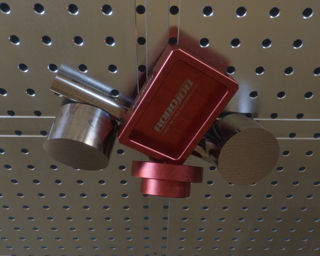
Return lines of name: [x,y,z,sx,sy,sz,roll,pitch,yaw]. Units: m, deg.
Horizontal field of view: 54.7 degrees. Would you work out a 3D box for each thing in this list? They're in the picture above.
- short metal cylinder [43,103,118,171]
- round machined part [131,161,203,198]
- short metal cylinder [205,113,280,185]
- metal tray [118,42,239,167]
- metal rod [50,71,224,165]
short metal cylinder: [-0.097,0.013,0.390,0.080,0.050,0.080,8,147,5]
round machined part: [0.009,0.071,0.425,0.099,0.042,0.098,6,173,1]
short metal cylinder: [0.105,0.027,0.403,0.081,0.050,0.079,-4,114,-10]
metal tray: [0.019,-0.023,0.370,0.090,0.030,0.129,25,112,-20]
metal rod: [0.004,0.005,0.415,0.302,0.025,0.025,25,126,-20]
